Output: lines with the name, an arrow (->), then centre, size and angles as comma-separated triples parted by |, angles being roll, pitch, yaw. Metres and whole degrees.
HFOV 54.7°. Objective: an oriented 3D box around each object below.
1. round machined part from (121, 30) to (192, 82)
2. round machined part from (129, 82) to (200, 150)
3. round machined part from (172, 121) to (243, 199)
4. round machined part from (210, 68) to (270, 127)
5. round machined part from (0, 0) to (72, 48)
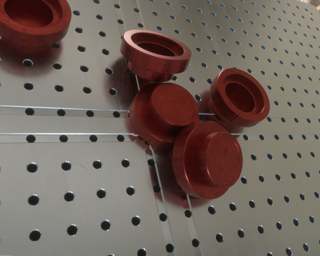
round machined part -> -0.008, -0.100, 0.441 | 0.099, 0.042, 0.098 | 13, 34, -9
round machined part -> 0.012, -0.023, 0.419 | 0.099, 0.042, 0.098 | 14, 56, -21
round machined part -> 0.066, 0.040, 0.387 | 0.099, 0.042, 0.097 | 5, 82, -39
round machined part -> 0.121, -0.043, 0.491 | 0.099, 0.042, 0.098 | 14, 56, -21
round machined part -> -0.167, -0.141, 0.394 | 0.099, 0.042, 0.098 | 14, 56, -21
